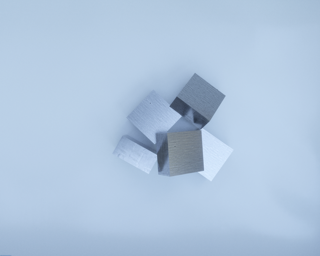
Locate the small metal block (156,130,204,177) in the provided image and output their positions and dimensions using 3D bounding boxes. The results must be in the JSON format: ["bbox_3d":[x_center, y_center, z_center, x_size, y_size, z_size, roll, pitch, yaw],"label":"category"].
[{"bbox_3d":[0.024,0.029,0.374,0.050,0.025,0.050,-4,90,-33],"label":"small metal block"}]

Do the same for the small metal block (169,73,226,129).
[{"bbox_3d":[0.049,-0.035,0.399,0.050,0.025,0.050,37,57,-1],"label":"small metal block"}]

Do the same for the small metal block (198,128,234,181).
[{"bbox_3d":[0.060,0.034,0.410,0.050,0.025,0.050,35,90,-1],"label":"small metal block"}]

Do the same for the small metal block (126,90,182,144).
[{"bbox_3d":[-0.008,-0.014,0.409,0.050,0.025,0.050,44,90,-1],"label":"small metal block"}]

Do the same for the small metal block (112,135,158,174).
[{"bbox_3d":[-0.029,0.032,0.396,0.050,0.050,0.025,29,90,-1],"label":"small metal block"}]
